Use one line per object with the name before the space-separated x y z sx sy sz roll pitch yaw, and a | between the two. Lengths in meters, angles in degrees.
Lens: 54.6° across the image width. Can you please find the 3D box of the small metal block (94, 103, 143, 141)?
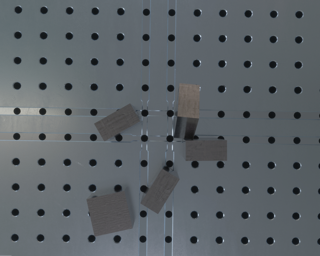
small metal block | -0.052 -0.007 0.401 0.050 0.050 0.025 -30 90 0

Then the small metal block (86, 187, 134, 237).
small metal block | -0.065 0.111 0.413 0.050 0.025 0.050 -12 90 0

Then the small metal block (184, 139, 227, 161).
small metal block | 0.056 0.027 0.401 0.050 0.050 0.025 0 91 0

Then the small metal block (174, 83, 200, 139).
small metal block | 0.033 -0.020 0.392 0.025 0.050 0.050 6 58 0

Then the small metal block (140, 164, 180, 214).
small metal block | 0.000 0.077 0.401 0.025 0.050 0.050 32 90 0
